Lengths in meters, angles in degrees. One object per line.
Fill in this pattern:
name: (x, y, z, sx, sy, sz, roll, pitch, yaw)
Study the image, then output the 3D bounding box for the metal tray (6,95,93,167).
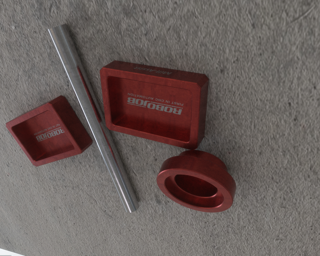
metal tray: (-0.182, 0.009, 0.505, 0.130, 0.030, 0.090, -17, 110, 34)

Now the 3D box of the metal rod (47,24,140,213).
metal rod: (-0.089, 0.001, 0.454, 0.025, 0.025, 0.298, -4, 117, 30)

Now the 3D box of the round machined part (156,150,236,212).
round machined part: (0.049, 0.065, 0.398, 0.098, 0.042, 0.097, 15, 143, 12)

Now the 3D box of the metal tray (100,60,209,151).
metal tray: (-0.009, -0.030, 0.389, 0.130, 0.030, 0.089, 13, 124, 21)
